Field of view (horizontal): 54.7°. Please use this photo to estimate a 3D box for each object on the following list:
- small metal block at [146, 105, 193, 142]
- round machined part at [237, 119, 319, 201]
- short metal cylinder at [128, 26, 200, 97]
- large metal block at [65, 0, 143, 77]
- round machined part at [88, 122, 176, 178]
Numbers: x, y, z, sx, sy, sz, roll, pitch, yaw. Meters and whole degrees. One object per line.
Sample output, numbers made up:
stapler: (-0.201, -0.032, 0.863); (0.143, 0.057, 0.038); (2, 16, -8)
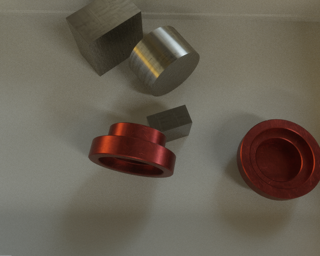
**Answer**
small metal block: (0.011, -0.002, 0.397); (0.050, 0.050, 0.025); (-18, 71, -7)
round machined part: (0.145, 0.041, 0.387); (0.099, 0.042, 0.098); (0, 70, -1)
short metal cylinder: (0.006, -0.088, 0.413); (0.080, 0.080, 0.050); (-35, 74, -12)
large metal block: (-0.071, -0.130, 0.427); (0.080, 0.080, 0.050); (-37, 75, -13)
round machined part: (-0.030, 0.025, 0.361); (0.099, 0.098, 0.042); (10, 71, 3)
